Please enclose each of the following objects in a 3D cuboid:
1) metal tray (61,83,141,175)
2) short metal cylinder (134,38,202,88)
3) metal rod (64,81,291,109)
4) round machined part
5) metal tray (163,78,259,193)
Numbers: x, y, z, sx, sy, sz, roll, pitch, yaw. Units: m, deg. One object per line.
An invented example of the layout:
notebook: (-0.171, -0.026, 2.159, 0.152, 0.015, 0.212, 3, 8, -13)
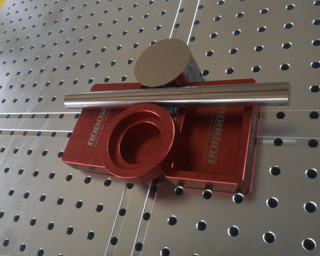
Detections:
metal tray: (-0.075, -0.002, 0.439, 0.090, 0.030, 0.130, 3, 63, 29)
short metal cylinder: (0.012, -0.076, 0.427, 0.080, 0.050, 0.080, -13, 56, 21)
metal rod: (0.000, -0.038, 0.387, 0.300, 0.025, 0.025, 1, 62, 28)
round machined part: (-0.020, 0.022, 0.378, 0.098, 0.042, 0.098, -13, 56, 21)
metal tray: (0.063, 0.005, 0.363, 0.090, 0.030, 0.130, 1, 62, 28)
